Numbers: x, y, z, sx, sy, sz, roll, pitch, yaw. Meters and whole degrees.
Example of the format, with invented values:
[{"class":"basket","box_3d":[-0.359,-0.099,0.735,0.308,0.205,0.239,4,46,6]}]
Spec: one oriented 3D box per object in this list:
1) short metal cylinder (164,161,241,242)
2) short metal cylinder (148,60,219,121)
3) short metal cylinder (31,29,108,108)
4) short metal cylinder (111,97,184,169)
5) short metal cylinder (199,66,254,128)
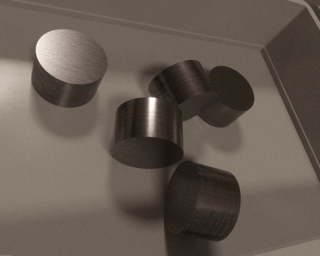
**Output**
[{"class":"short metal cylinder","box_3d":[0.045,0.081,0.347,0.050,0.080,0.080,17,55,-19]},{"class":"short metal cylinder","box_3d":[0.031,-0.047,0.417,0.081,0.080,0.050,-14,69,-34]},{"class":"short metal cylinder","box_3d":[-0.110,-0.071,0.375,0.081,0.050,0.080,14,56,-21]},{"class":"short metal cylinder","box_3d":[-0.013,0.008,0.359,0.081,0.080,0.050,14,56,-21]},{"class":"short metal cylinder","box_3d":[0.095,-0.047,0.472,0.081,0.050,0.080,14,56,-21]}]
